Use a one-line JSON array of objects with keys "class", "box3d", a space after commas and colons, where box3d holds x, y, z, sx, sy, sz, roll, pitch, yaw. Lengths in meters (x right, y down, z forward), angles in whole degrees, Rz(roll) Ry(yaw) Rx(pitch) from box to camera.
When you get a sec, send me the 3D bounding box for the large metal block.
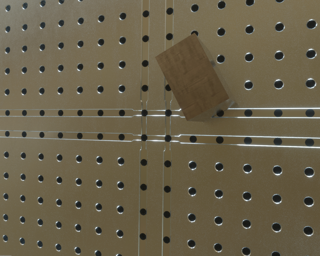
[{"class": "large metal block", "box3d": [0.046, -0.054, 0.367, 0.050, 0.080, 0.080, -29, 81, 17]}]
